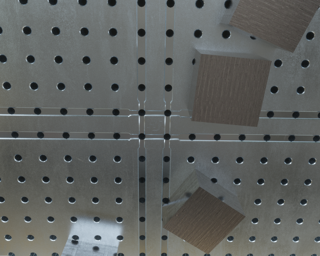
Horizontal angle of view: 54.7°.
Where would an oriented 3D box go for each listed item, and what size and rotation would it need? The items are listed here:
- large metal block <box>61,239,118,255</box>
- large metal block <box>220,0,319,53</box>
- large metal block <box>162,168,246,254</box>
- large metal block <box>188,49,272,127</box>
[{"bbox_3d":[-0.115,0.228,0.483,0.081,0.050,0.079,11,110,-5],"label":"large metal block"},{"bbox_3d":[0.127,-0.141,0.350,0.080,0.050,0.079,21,109,-8],"label":"large metal block"},{"bbox_3d":[0.060,0.119,0.445,0.080,0.050,0.080,35,106,-12],"label":"large metal block"},{"bbox_3d":[0.081,-0.051,0.383,0.081,0.050,0.079,5,110,-3],"label":"large metal block"}]
